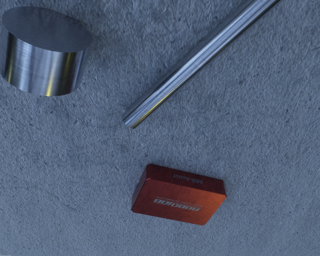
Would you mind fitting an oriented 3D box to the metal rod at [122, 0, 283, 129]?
[{"bbox_3d":[0.063,-0.093,0.328,0.025,0.025,0.299,35,122,-26],"label":"metal rod"}]

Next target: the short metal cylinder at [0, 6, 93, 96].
[{"bbox_3d":[-0.112,-0.076,0.305,0.081,0.080,0.050,17,128,-14],"label":"short metal cylinder"}]

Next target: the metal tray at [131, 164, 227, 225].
[{"bbox_3d":[0.028,0.110,0.498,0.131,0.030,0.089,14,129,-12],"label":"metal tray"}]
